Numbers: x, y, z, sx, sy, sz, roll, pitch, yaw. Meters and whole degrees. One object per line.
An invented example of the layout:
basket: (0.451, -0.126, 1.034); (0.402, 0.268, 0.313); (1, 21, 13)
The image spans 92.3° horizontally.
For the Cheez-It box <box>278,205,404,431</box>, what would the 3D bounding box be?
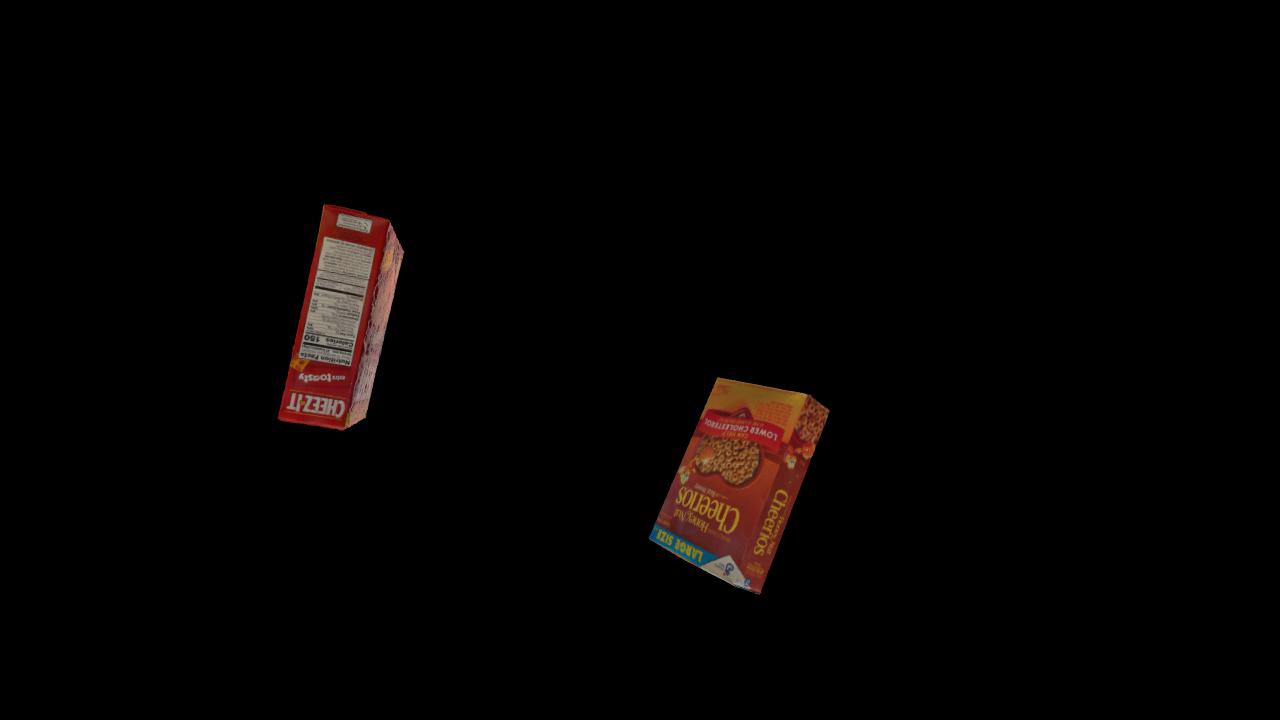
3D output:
Cheez-It box: (-0.326, -0.041, 0.687); (0.071, 0.223, 0.166); (12, -5, -15)

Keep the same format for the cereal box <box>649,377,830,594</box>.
cereal box: (0.155, 0.189, 0.991); (0.081, 0.306, 0.203); (32, -12, -34)
